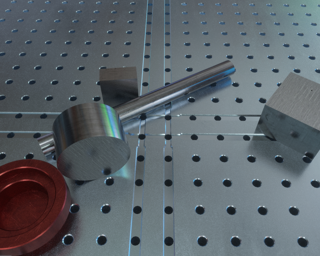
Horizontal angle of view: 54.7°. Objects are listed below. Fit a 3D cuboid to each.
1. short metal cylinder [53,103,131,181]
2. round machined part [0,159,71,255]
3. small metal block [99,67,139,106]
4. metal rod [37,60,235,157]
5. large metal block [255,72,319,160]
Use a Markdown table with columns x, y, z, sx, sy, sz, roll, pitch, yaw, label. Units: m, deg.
| x | y | z | sx | sy | sz | roll | pitch | yaw | label |
| --- | --- | --- | --- | --- | --- | --- | --- | --- | --- |
| -0.079 | 0.017 | 0.357 | 0.081 | 0.080 | 0.050 | -14 | 52 | -12 | short metal cylinder |
| -0.143 | 0.084 | 0.324 | 0.099 | 0.042 | 0.098 | 0 | 50 | 0 | round machined part |
| -0.057 | -0.058 | 0.439 | 0.050 | 0.050 | 0.025 | -5 | 50 | -5 | small metal block |
| -0.019 | -0.035 | 0.436 | 0.302 | 0.025 | 0.025 | -25 | 55 | -20 | metal rod |
| 0.187 | -0.019 | 0.410 | 0.080 | 0.050 | 0.080 | 31 | 56 | 23 | large metal block |
